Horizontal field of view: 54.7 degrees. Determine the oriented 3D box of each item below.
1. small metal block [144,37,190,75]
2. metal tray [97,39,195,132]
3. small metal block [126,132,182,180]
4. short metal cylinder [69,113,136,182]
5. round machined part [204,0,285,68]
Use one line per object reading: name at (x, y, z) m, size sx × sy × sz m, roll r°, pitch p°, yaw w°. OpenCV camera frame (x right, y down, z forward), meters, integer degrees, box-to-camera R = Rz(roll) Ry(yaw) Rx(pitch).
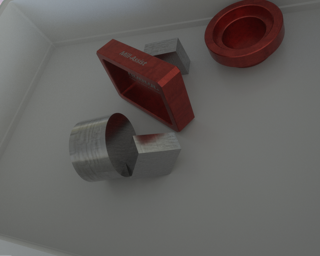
small metal block at (0.010, -0.098, 0.443) m, size 0.050 × 0.050 × 0.025 m, roll -5°, pitch 60°, yaw 25°
metal tray at (-0.020, -0.057, 0.404) m, size 0.030 × 0.090 × 0.130 m, roll -44°, pitch 51°, yaw -17°
small metal block at (-0.009, 0.033, 0.360) m, size 0.050 × 0.050 × 0.025 m, roll -5°, pitch 49°, yaw -22°
short metal cylinder at (-0.067, 0.025, 0.389) m, size 0.050 × 0.080 × 0.080 m, roll -12°, pitch 57°, yaw 22°
round machined part at (0.112, -0.119, 0.408) m, size 0.098 × 0.042 × 0.098 m, roll -13°, pitch 56°, yaw 20°
